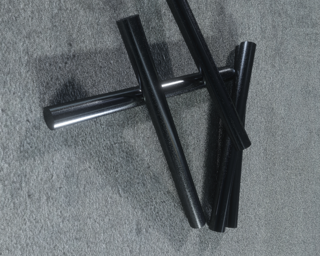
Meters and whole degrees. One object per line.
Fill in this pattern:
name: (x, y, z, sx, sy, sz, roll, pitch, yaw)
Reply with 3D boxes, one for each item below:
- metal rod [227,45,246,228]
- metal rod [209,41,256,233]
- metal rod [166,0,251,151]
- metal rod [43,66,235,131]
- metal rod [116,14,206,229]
metal rod: (0.126, 0.011, 0.513, 0.025, 0.025, 0.298, 9, 84, -40)
metal rod: (0.115, 0.012, 0.489, 0.025, 0.025, 0.298, 13, 86, -40)
metal rod: (0.056, -0.103, 0.426, 0.025, 0.025, 0.299, -35, 104, -35)
metal rod: (-0.001, -0.049, 0.406, 0.302, 0.025, 0.025, -20, 103, -39)
metal rod: (0.010, 0.011, 0.391, 0.025, 0.025, 0.298, -38, 121, -34)
